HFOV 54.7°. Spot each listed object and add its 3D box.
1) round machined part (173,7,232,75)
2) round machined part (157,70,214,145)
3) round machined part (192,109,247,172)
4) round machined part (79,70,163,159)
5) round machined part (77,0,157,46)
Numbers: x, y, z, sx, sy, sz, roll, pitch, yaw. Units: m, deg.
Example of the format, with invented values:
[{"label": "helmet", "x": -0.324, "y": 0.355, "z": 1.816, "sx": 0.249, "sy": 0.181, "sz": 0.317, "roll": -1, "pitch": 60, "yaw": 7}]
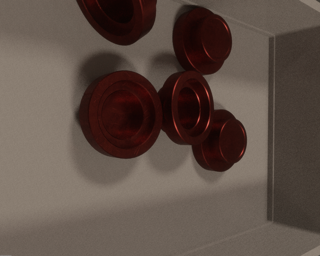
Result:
[{"label": "round machined part", "x": 0.069, "y": -0.128, "z": 0.455, "sx": 0.099, "sy": 0.042, "sz": 0.097, "roll": 0, "pitch": 90, "yaw": -40}, {"label": "round machined part", "x": 0.029, "y": -0.026, "z": 0.415, "sx": 0.099, "sy": 0.042, "sz": 0.097, "roll": 2, "pitch": 88, "yaw": -50}, {"label": "round machined part", "x": 0.098, "y": 0.019, "z": 0.481, "sx": 0.099, "sy": 0.042, "sz": 0.097, "roll": 0, "pitch": 90, "yaw": -40}, {"label": "round machined part", "x": -0.048, "y": -0.015, "z": 0.357, "sx": 0.099, "sy": 0.042, "sz": 0.097, "roll": 0, "pitch": 90, "yaw": -40}, {"label": "round machined part", "x": -0.042, "y": -0.141, "z": 0.325, "sx": 0.042, "sy": 0.098, "sz": 0.098, "roll": -45, "pitch": 118, "yaw": -31}]
